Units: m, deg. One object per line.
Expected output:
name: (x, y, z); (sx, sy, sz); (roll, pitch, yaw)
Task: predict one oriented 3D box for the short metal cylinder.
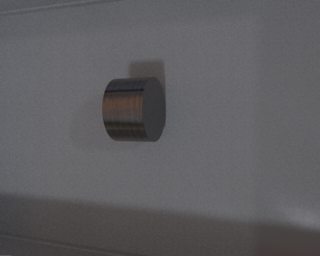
short metal cylinder: (-0.030, -0.023, 0.388); (0.050, 0.080, 0.079); (0, 90, 20)
